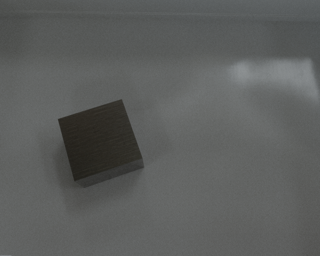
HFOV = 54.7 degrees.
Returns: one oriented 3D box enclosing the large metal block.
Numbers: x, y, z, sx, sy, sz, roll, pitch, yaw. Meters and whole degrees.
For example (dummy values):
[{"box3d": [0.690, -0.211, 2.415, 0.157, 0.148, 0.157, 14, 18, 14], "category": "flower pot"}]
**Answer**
[{"box3d": [-0.072, 0.020, 0.388, 0.081, 0.050, 0.080, -18, 71, -7], "category": "large metal block"}]
